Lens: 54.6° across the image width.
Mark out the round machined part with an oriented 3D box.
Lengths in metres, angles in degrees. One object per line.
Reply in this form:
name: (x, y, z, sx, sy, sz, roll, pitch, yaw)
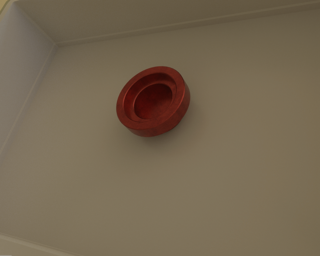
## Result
round machined part: (-0.006, -0.031, 0.414, 0.098, 0.042, 0.098, -13, 56, 21)
